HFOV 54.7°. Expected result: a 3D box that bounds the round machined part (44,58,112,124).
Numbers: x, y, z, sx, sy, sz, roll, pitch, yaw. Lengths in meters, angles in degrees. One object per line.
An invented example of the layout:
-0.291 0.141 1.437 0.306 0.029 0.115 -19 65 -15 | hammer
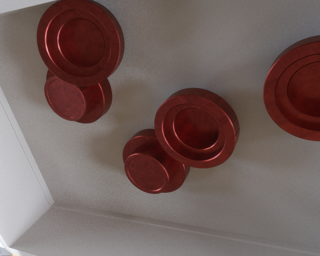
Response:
-0.120 -0.049 0.431 0.098 0.042 0.097 13 124 21 | round machined part

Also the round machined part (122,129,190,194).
-0.011 0.054 0.437 0.098 0.042 0.097 13 124 21 | round machined part

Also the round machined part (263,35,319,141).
0.152 -0.039 0.293 0.098 0.042 0.097 13 124 21 | round machined part

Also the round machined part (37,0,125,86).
-0.090 -0.102 0.370 0.099 0.042 0.097 3 113 7 | round machined part

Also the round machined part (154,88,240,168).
0.046 -0.003 0.371 0.098 0.042 0.097 13 124 21 | round machined part
